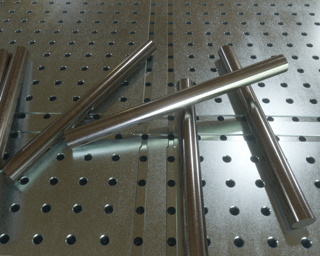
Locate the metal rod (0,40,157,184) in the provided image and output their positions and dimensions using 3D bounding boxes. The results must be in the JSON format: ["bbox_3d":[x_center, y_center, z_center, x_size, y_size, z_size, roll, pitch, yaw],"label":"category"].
[{"bbox_3d":[-0.097,-0.041,0.441,0.025,0.025,0.301,26,55,20],"label":"metal rod"}]

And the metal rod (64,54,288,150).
[{"bbox_3d":[0.024,-0.036,0.406,0.301,0.025,0.025,-20,52,-4],"label":"metal rod"}]

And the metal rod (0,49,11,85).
[{"bbox_3d":[-0.227,-0.006,0.412,0.025,0.025,0.300,-8,50,-7],"label":"metal rod"}]

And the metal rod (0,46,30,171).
[{"bbox_3d":[-0.205,-0.020,0.406,0.025,0.025,0.300,-7,45,-6],"label":"metal rod"}]

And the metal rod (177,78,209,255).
[{"bbox_3d":[0.036,0.050,0.365,0.025,0.025,0.300,0,50,0],"label":"metal rod"}]

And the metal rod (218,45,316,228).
[{"bbox_3d":[0.130,-0.014,0.420,0.025,0.025,0.300,-6,50,-5],"label":"metal rod"}]
